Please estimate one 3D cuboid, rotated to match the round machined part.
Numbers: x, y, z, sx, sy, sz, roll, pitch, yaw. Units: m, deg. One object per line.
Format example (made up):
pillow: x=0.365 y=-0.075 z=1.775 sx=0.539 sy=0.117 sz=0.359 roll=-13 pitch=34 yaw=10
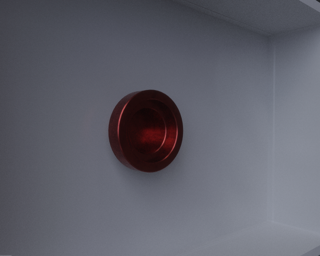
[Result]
round machined part: x=-0.021 y=0.003 z=0.380 sx=0.099 sy=0.042 sz=0.097 roll=0 pitch=90 yaw=-40
